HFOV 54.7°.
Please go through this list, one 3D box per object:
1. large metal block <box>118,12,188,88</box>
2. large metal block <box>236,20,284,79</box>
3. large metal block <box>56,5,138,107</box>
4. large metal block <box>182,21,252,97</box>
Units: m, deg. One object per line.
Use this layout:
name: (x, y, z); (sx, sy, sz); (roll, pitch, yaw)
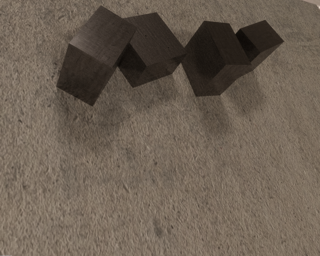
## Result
large metal block: (-0.022, -0.114, 0.447); (0.081, 0.050, 0.080); (-27, 77, -37)
large metal block: (0.150, -0.132, 0.533); (0.081, 0.080, 0.050); (-29, 78, -38)
large metal block: (-0.078, -0.087, 0.381); (0.050, 0.080, 0.080); (30, 52, -10)
large metal block: (0.081, -0.105, 0.478); (0.050, 0.080, 0.080); (-7, 65, -32)
